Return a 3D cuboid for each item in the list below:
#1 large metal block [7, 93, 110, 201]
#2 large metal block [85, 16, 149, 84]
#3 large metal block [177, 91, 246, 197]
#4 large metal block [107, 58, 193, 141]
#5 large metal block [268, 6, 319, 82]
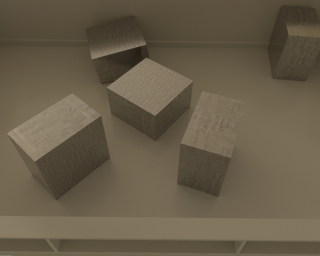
[{"bbox_3d":[-0.108,0.022,0.350,0.050,0.080,0.080,36,58,26],"label":"large metal block"},{"bbox_3d":[-0.065,-0.123,0.485,0.080,0.050,0.080,-16,52,-4],"label":"large metal block"},{"bbox_3d":[0.058,0.019,0.355,0.050,0.080,0.080,16,52,13],"label":"large metal block"},{"bbox_3d":[-0.013,-0.041,0.424,0.080,0.050,0.080,31,56,23],"label":"large metal block"},{"bbox_3d":[0.208,-0.131,0.482,0.050,0.080,0.080,6,50,4],"label":"large metal block"}]
